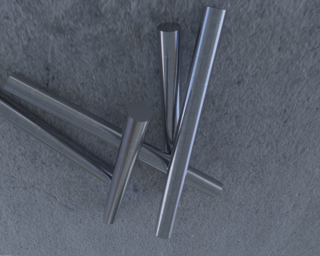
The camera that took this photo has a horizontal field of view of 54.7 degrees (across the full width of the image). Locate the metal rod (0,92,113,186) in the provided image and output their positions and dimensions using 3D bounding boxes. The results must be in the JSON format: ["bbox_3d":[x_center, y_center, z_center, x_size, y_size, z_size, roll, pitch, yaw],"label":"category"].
[{"bbox_3d":[-0.170,-0.007,0.398,0.025,0.025,0.301,-34,123,25],"label":"metal rod"}]

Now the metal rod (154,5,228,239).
[{"bbox_3d":[0.030,0.013,0.370,0.025,0.025,0.298,8,115,-7],"label":"metal rod"}]

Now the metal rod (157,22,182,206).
[{"bbox_3d":[0.017,0.009,0.415,0.025,0.025,0.298,-2,130,1],"label":"metal rod"}]

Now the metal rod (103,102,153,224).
[{"bbox_3d":[-0.053,0.070,0.423,0.025,0.025,0.298,10,143,-9],"label":"metal rod"}]

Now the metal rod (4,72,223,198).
[{"bbox_3d":[-0.047,0.016,0.397,0.301,0.025,0.025,29,124,-15],"label":"metal rod"}]
